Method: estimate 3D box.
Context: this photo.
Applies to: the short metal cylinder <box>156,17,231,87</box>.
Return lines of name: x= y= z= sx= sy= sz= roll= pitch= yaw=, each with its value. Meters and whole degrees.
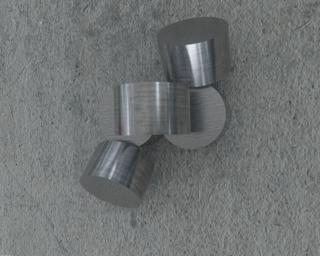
short metal cylinder: x=0.040 y=-0.089 z=0.359 sx=0.080 sy=0.080 sz=0.050 roll=1 pitch=129 yaw=19

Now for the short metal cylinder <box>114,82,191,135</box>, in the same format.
short metal cylinder: x=-0.008 y=-0.018 z=0.330 sx=0.080 sy=0.080 sz=0.050 roll=-1 pitch=90 yaw=19

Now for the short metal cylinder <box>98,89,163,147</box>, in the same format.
short metal cylinder: x=-0.032 y=-0.015 z=0.407 sx=0.080 sy=0.050 sz=0.079 roll=0 pitch=90 yaw=19

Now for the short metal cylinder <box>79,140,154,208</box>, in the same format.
short metal cylinder: x=-0.053 y=0.060 z=0.391 sx=0.080 sy=0.080 sz=0.050 roll=8 pitch=54 yaw=19

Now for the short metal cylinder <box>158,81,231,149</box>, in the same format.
short metal cylinder: x=0.044 y=-0.015 z=0.380 sx=0.080 sy=0.050 sz=0.079 roll=0 pitch=90 yaw=19
